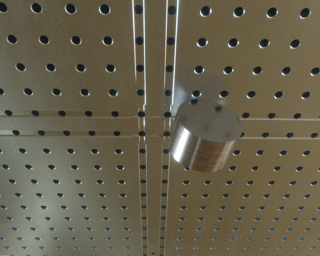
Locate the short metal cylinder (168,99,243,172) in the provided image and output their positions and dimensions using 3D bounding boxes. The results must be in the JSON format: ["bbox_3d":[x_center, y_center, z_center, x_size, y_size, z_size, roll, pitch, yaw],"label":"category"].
[{"bbox_3d":[0.055,0.008,0.383,0.081,0.080,0.050,8,130,-8],"label":"short metal cylinder"}]
